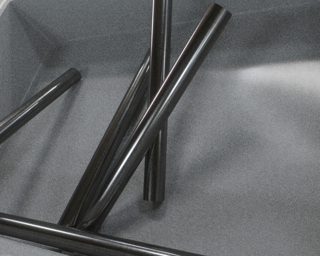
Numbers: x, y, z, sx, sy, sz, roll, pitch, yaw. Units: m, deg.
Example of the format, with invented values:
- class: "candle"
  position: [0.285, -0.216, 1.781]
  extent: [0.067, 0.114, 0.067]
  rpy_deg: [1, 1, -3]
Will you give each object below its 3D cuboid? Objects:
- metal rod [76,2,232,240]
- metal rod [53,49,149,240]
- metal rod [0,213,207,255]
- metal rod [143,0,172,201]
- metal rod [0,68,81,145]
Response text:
- class: "metal rod"
  position: [-0.015, 0.004, 0.344]
  extent: [0.025, 0.025, 0.299]
  rpy_deg: [42, 106, 38]
- class: "metal rod"
  position: [-0.065, 0.012, 0.430]
  extent: [0.025, 0.025, 0.300]
  rpy_deg: [12, 68, 33]
- class: "metal rod"
  position: [-0.080, 0.127, 0.343]
  extent: [0.301, 0.025, 0.025]
  rpy_deg: [4, 63, 21]
- class: "metal rod"
  position: [-0.001, -0.065, 0.375]
  extent: [0.025, 0.025, 0.298]
  rpy_deg: [-1, 83, 27]
- class: "metal rod"
  position: [-0.218, -0.002, 0.445]
  extent: [0.025, 0.025, 0.301]
  rpy_deg: [7, 42, 31]
